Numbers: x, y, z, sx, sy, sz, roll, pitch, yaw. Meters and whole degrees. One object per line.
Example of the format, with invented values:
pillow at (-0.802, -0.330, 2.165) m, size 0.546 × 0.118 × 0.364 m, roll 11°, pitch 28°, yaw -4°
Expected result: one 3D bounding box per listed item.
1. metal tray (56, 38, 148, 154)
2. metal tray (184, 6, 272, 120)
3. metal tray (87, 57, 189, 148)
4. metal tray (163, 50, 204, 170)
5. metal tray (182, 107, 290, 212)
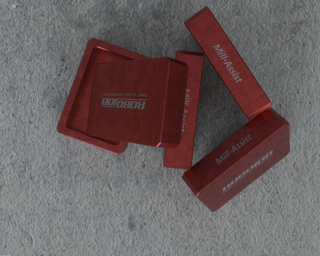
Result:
metal tray at (-0.069, -0.041, 0.408) m, size 0.090 × 0.030 × 0.129 m, roll 20°, pitch 90°, yaw -1°
metal tray at (0.082, -0.076, 0.377) m, size 0.030 × 0.090 × 0.130 m, roll -33°, pitch 90°, yaw 14°
metal tray at (-0.031, -0.030, 0.354) m, size 0.130 × 0.030 × 0.089 m, roll 7°, pitch 90°, yaw 44°
metal tray at (0.026, -0.020, 0.379) m, size 0.030 × 0.090 × 0.129 m, roll 6°, pitch 91°, yaw 0°
metal tray at (0.098, 0.043, 0.380) m, size 0.130 × 0.090 × 0.030 m, roll -38°, pitch 55°, yaw 0°
